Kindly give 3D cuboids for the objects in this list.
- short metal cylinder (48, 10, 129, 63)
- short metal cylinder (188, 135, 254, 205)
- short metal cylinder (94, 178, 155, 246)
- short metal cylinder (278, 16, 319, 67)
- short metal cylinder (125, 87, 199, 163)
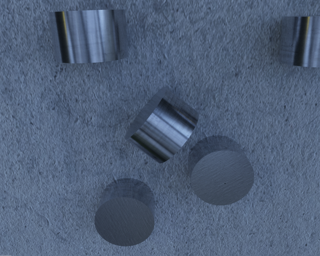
[{"bbox_3d":[-0.077,-0.103,0.342,0.080,0.080,0.050,-2,110,1],"label":"short metal cylinder"},{"bbox_3d":[0.080,0.056,0.418,0.081,0.050,0.079,0,110,0],"label":"short metal cylinder"},{"bbox_3d":[-0.048,0.118,0.440,0.081,0.050,0.079,0,110,0],"label":"short metal cylinder"},{"bbox_3d":[0.177,-0.099,0.345,0.080,0.080,0.050,-2,110,0],"label":"short metal cylinder"},{"bbox_3d":[0.002,-0.004,0.379,0.050,0.080,0.080,38,106,-13],"label":"short metal cylinder"}]
